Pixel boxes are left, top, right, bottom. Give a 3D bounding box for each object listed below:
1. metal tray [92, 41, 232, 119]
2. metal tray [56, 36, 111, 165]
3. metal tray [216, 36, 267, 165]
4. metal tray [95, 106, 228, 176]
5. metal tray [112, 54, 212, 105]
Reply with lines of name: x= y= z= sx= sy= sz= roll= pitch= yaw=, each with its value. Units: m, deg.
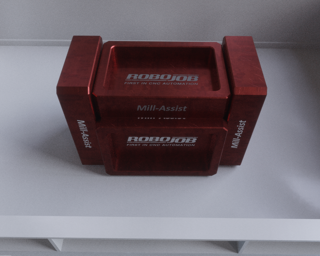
metal tray: x=0.002 y=-0.053 z=0.327 sx=0.131 sy=0.030 sz=0.090 roll=1 pitch=50 yaw=0
metal tray: x=-0.079 y=-0.028 z=0.357 sx=0.030 sy=0.129 sz=0.090 roll=0 pitch=51 yaw=0
metal tray: x=0.084 y=-0.027 z=0.357 sx=0.030 sy=0.129 sz=0.090 roll=1 pitch=51 yaw=1
metal tray: x=0.002 y=0.017 z=0.344 sx=0.131 sy=0.089 sz=0.030 roll=0 pitch=50 yaw=0
metal tray: x=0.003 y=-0.052 z=0.402 sx=0.131 sy=0.090 sz=0.030 roll=0 pitch=51 yaw=0
